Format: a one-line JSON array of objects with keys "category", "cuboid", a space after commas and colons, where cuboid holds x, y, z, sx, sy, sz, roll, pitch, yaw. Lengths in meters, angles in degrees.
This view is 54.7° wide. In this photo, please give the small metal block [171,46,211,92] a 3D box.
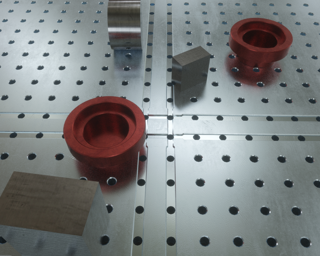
[{"category": "small metal block", "cuboid": [0.046, -0.089, 0.466, 0.050, 0.050, 0.025, -26, 55, -20]}]

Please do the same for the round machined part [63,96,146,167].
[{"category": "round machined part", "cuboid": [-0.066, 0.009, 0.389, 0.099, 0.042, 0.098, 0, 50, 0]}]

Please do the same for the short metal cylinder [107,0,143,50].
[{"category": "short metal cylinder", "cuboid": [-0.056, -0.171, 0.515, 0.050, 0.080, 0.080, -1, 50, -1]}]

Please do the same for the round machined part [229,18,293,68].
[{"category": "round machined part", "cuboid": [0.163, -0.138, 0.513, 0.099, 0.042, 0.098, 0, 50, 0]}]

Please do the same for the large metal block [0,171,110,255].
[{"category": "large metal block", "cuboid": [-0.099, 0.088, 0.297, 0.080, 0.080, 0.050, 6, 51, 5]}]
